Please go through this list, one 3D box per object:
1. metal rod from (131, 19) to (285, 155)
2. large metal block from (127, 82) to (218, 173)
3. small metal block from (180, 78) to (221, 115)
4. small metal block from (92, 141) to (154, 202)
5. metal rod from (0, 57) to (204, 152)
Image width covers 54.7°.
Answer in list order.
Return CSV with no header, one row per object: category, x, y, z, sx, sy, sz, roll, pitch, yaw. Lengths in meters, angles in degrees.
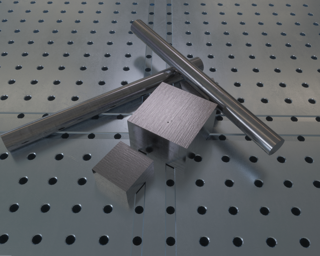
metal rod,0.049,-0.073,0.435,0.025,0.025,0.300,-28,56,-22
large metal block,0.016,-0.003,0.394,0.080,0.050,0.080,25,54,19
small metal block,0.058,-0.044,0.445,0.050,0.025,0.050,-8,50,-7
small metal block,-0.042,0.050,0.365,0.050,0.025,0.050,29,56,22
metal rod,-0.067,-0.041,0.441,0.302,0.025,0.025,-25,55,-20
